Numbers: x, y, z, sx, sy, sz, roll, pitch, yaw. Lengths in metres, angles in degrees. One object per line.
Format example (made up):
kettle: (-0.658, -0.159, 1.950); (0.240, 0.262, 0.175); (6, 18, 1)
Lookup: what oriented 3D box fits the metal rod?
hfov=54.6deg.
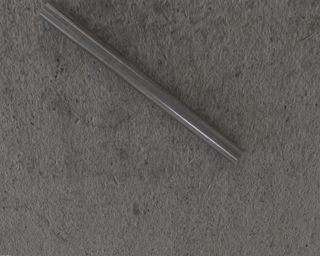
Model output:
metal rod: (-0.013, -0.050, 0.391); (0.301, 0.025, 0.025); (37, 106, -13)
